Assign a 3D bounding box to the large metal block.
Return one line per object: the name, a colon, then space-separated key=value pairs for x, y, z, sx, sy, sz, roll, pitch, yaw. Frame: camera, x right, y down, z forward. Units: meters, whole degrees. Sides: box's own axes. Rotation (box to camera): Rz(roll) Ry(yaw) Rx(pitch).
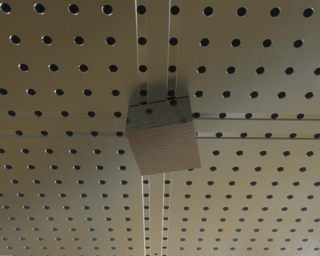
large metal block: x=0.007 y=0.012 z=0.404 sx=0.080 sy=0.050 sz=0.080 roll=-9 pitch=130 yaw=8
